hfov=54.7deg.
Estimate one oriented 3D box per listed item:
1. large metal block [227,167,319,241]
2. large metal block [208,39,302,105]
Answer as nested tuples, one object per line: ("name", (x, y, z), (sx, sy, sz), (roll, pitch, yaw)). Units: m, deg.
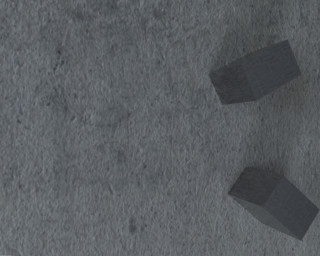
("large metal block", (0.159, 0.104, 0.440), (0.080, 0.080, 0.050), (41, 77, -16))
("large metal block", (0.129, -0.074, 0.429), (0.080, 0.080, 0.050), (-29, 100, -18))
